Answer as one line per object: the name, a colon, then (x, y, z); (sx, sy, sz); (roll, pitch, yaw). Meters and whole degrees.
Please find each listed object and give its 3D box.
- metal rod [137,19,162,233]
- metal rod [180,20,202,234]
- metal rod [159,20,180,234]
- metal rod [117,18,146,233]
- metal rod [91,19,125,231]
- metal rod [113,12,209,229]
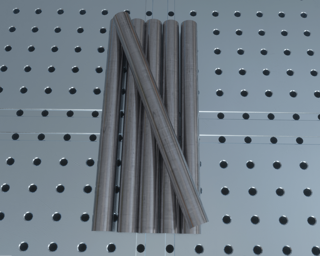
metal rod: (-0.012, -0.016, 0.417); (0.025, 0.025, 0.299); (1, 70, 0)
metal rod: (0.040, -0.015, 0.418); (0.025, 0.025, 0.299); (1, 70, 0)
metal rod: (0.014, -0.016, 0.418); (0.025, 0.025, 0.299); (1, 70, 0)
metal rod: (-0.036, -0.017, 0.417); (0.025, 0.025, 0.299); (1, 70, 0)
metal rod: (-0.066, -0.018, 0.417); (0.025, 0.025, 0.299); (1, 70, 0)
metal rod: (-0.006, -0.024, 0.394); (0.025, 0.025, 0.299); (-18, 71, -6)
